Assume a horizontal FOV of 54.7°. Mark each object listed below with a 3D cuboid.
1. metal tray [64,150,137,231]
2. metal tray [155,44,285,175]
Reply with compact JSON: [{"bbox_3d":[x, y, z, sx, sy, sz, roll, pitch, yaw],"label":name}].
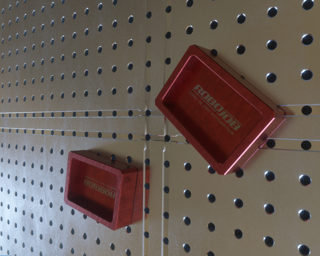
[{"bbox_3d":[-0.096,0.092,0.482,0.130,0.030,0.089,13,98,39],"label":"metal tray"},{"bbox_3d":[0.061,-0.023,0.354,0.130,0.030,0.089,49,118,28],"label":"metal tray"}]
